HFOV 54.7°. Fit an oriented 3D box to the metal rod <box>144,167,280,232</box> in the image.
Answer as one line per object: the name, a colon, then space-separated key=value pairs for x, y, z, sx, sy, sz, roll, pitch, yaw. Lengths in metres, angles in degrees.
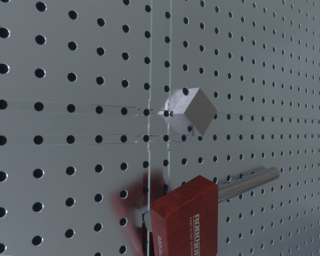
metal rod: x=0.102 y=0.104 z=0.495 sx=0.302 sy=0.025 sz=0.025 roll=-9 pitch=96 yaw=-40

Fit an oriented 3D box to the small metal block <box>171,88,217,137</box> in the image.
small metal block: x=0.051 y=-0.023 z=0.453 sx=0.050 sy=0.025 sz=0.050 roll=48 pitch=62 yaw=-30

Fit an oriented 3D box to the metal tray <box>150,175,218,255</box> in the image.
metal tray: x=0.036 y=0.138 z=0.410 sx=0.091 sy=0.030 sz=0.129 roll=-23 pitch=121 yaw=-34
